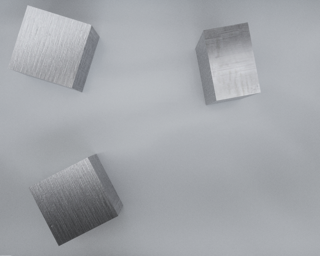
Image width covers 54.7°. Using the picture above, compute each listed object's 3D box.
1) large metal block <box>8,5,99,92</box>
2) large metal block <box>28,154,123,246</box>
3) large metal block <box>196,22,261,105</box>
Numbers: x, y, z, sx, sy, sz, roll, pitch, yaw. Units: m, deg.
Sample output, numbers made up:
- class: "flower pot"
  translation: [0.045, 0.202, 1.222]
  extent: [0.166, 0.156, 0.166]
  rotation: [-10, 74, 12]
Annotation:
- class: "large metal block"
  translation: [-0.133, -0.098, 0.398]
  extent: [0.080, 0.050, 0.080]
  rotation: [17, 90, 0]
- class: "large metal block"
  translation: [-0.104, 0.089, 0.398]
  extent: [0.080, 0.050, 0.080]
  rotation: [-27, 90, 0]
- class: "large metal block"
  translation: [0.080, -0.074, 0.384]
  extent: [0.050, 0.080, 0.080]
  rotation: [-11, 90, 0]
